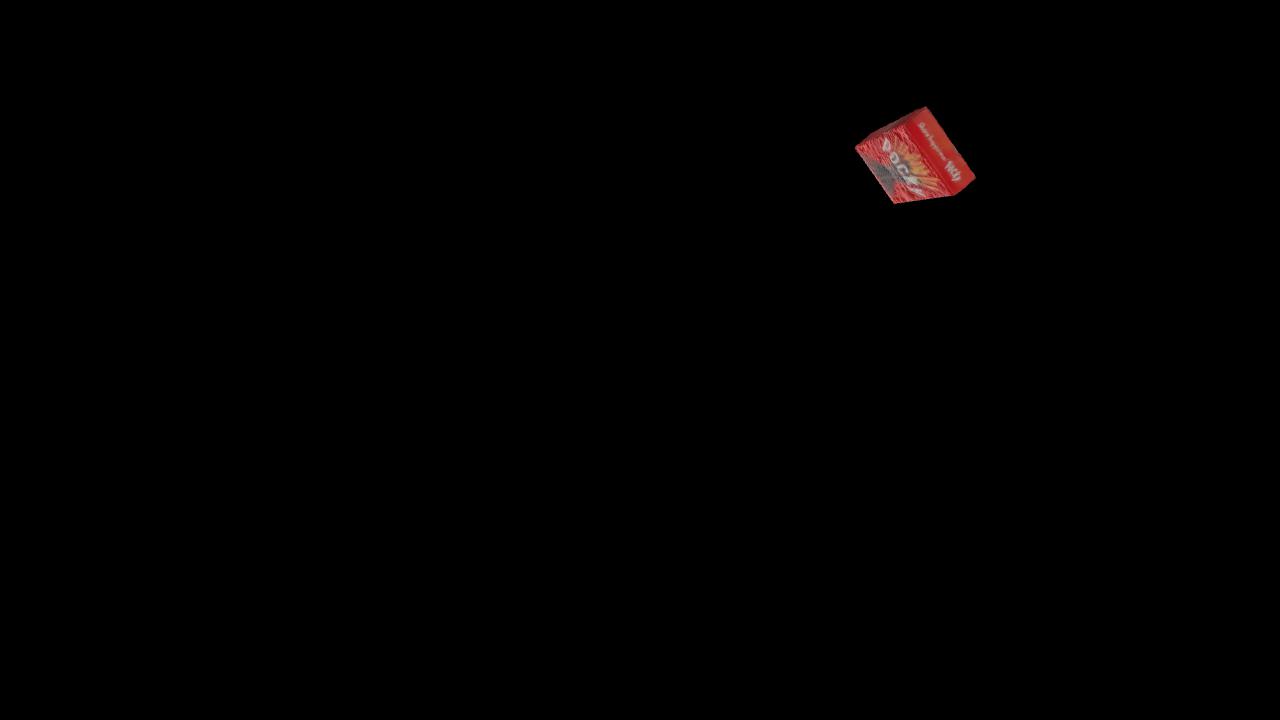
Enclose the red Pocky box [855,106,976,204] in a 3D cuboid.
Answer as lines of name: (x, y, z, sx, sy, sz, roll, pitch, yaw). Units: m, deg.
red Pocky box: (0.271, -0.201, 0.622, 0.028, 0.083, 0.155, -37, 7, 9)
